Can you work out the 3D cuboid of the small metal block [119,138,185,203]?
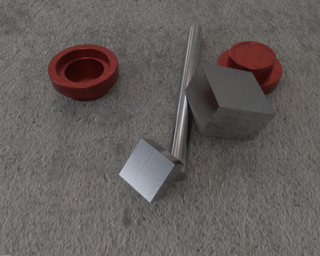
[{"bbox_3d":[-0.010,0.046,0.346,0.050,0.025,0.050,37,101,26],"label":"small metal block"}]

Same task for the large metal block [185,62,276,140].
[{"bbox_3d":[0.087,-0.034,0.400,0.081,0.050,0.080,6,47,-22],"label":"large metal block"}]

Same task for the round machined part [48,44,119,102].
[{"bbox_3d":[-0.109,-0.077,0.456,0.099,0.042,0.098,0,50,0],"label":"round machined part"}]

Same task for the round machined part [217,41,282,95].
[{"bbox_3d":[0.137,-0.096,0.474,0.099,0.042,0.098,0,50,0],"label":"round machined part"}]

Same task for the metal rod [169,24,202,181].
[{"bbox_3d":[0.040,-0.058,0.452,0.025,0.025,0.300,7,50,5],"label":"metal rod"}]
